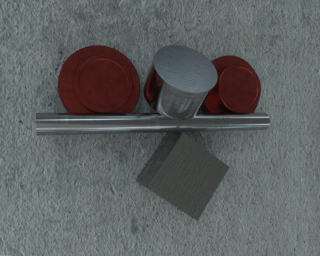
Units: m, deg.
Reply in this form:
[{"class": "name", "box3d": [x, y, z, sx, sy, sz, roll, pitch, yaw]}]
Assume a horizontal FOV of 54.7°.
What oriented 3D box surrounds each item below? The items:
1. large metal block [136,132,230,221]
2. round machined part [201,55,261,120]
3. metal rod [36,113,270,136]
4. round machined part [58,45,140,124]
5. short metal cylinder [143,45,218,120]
[{"class": "large metal block", "box3d": [0.029, 0.060, 0.406, 0.080, 0.050, 0.080, 37, 78, -17]}, {"class": "round machined part", "box3d": [0.102, -0.054, 0.439, 0.099, 0.042, 0.097, 0, 90, -20]}, {"class": "metal rod", "box3d": [0.007, -0.007, 0.390, 0.303, 0.025, 0.025, -1, 91, -20]}, {"class": "round machined part", "box3d": [-0.071, -0.051, 0.374, 0.099, 0.042, 0.097, 0, 90, -20]}, {"class": "short metal cylinder", "box3d": [0.024, -0.057, 0.386, 0.081, 0.050, 0.080, 10, 52, -13]}]
